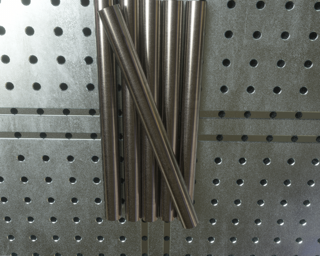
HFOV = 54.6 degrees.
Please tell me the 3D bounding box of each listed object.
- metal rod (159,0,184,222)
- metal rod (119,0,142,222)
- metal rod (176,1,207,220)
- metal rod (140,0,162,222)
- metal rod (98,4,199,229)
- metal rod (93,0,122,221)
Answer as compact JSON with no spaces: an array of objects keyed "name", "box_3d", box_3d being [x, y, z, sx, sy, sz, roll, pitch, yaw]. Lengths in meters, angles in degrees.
[{"name":"metal rod","box_3d":[0.013,-0.008,0.411,0.025,0.025,0.298,1,110,0]},{"name":"metal rod","box_3d":[-0.037,-0.008,0.409,0.025,0.025,0.298,1,110,0]},{"name":"metal rod","box_3d":[0.039,-0.007,0.411,0.025,0.025,0.298,1,110,-1]},{"name":"metal rod","box_3d":[-0.013,-0.008,0.409,0.025,0.025,0.298,1,110,0]},{"name":"metal rod","box_3d":[-0.007,0.001,0.387,0.025,0.025,0.299,-18,109,6]},{"name":"metal rod","box_3d":[-0.067,-0.010,0.408,0.025,0.025,0.298,1,110,0]}]
